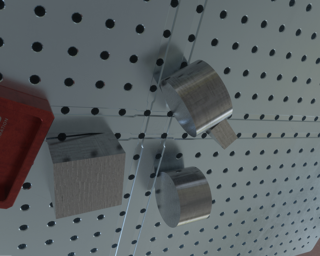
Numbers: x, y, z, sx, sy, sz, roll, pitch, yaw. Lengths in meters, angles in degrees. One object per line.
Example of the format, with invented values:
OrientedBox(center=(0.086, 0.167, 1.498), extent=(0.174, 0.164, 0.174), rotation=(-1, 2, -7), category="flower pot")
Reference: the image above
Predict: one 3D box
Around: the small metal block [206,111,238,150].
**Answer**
OrientedBox(center=(0.075, -0.004, 0.431), extent=(0.025, 0.050, 0.050), rotation=(-42, 133, 1), category="small metal block")

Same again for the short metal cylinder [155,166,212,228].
OrientedBox(center=(0.032, 0.100, 0.455), extent=(0.050, 0.080, 0.079), rotation=(-7, 122, -25), category="short metal cylinder")

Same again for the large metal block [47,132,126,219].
OrientedBox(center=(-0.091, 0.056, 0.380), extent=(0.081, 0.050, 0.079), rotation=(-7, 122, -25), category="large metal block")

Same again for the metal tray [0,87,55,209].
OrientedBox(center=(-0.179, 0.021, 0.322), extent=(0.091, 0.030, 0.129), rotation=(19, 108, -36), category="metal tray")

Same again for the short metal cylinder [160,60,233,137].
OrientedBox(center=(0.043, -0.035, 0.377), extent=(0.050, 0.080, 0.080), rotation=(-31, 129, -9), category="short metal cylinder")
